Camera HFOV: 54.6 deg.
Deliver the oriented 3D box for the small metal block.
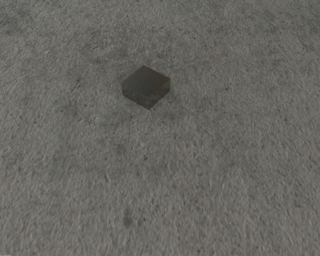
[{"bbox_3d":[-0.020,-0.060,0.454,0.050,0.025,0.050,31,56,23],"label":"small metal block"}]
